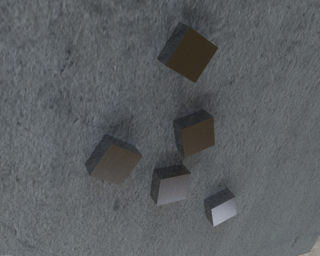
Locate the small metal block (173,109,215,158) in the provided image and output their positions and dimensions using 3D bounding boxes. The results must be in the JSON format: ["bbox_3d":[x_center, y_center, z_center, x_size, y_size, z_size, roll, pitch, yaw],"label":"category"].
[{"bbox_3d":[0.049,0.008,0.440,0.050,0.025,0.050,-21,127,-16],"label":"small metal block"}]

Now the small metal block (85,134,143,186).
[{"bbox_3d":[-0.060,0.042,0.401,0.050,0.025,0.050,27,103,-38],"label":"small metal block"}]

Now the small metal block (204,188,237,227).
[{"bbox_3d":[0.109,0.143,0.557,0.050,0.025,0.050,-23,127,-15],"label":"small metal block"}]

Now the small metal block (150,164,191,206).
[{"bbox_3d":[0.015,0.086,0.470,0.050,0.025,0.050,-7,122,-25],"label":"small metal block"}]

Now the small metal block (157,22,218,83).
[{"bbox_3d":[0.033,-0.089,0.371,0.050,0.025,0.050,23,106,-37],"label":"small metal block"}]
